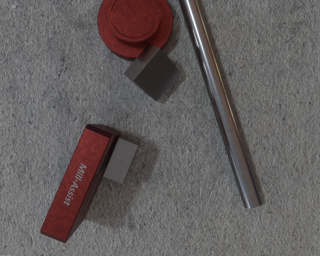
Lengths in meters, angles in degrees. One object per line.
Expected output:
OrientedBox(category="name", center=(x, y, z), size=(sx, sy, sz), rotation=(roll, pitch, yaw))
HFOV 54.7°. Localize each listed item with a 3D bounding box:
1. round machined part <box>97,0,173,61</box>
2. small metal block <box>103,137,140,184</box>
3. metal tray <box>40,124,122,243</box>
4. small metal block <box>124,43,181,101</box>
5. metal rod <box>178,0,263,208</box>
OrientedBox(category="round machined part", center=(-0.032, -0.139, 0.401), size=(0.099, 0.042, 0.097), rotation=(0, 90, -1))
OrientedBox(category="small metal block", center=(-0.047, 0.039, 0.397), size=(0.025, 0.050, 0.050), rotation=(22, 90, 0))
OrientedBox(category="metal tray", center=(-0.091, 0.060, 0.376), size=(0.030, 0.090, 0.129), rotation=(23, 90, -1))
OrientedBox(category="small metal block", center=(-0.009, -0.071, 0.396), size=(0.050, 0.050, 0.025), rotation=(-51, 46, 0))
OrientedBox(category="metal rod", center=(0.079, -0.040, 0.411), size=(0.025, 0.025, 0.298), rotation=(-18, 90, 0))
